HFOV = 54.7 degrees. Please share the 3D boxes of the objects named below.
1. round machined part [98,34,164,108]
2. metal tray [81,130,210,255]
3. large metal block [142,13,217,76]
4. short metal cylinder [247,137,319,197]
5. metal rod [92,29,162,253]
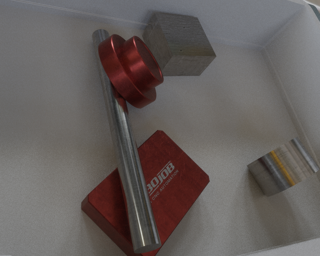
[{"bbox_3d":[-0.031,-0.077,0.395,0.098,0.042,0.098,53,19,-26],"label":"round machined part"},{"bbox_3d":[-0.011,0.072,0.354,0.090,0.030,0.131,45,51,2],"label":"metal tray"},{"bbox_3d":[0.029,-0.129,0.486,0.081,0.050,0.080,-7,65,-32],"label":"large metal block"},{"bbox_3d":[0.170,0.054,0.432,0.081,0.080,0.050,-19,72,-36],"label":"short metal cylinder"},{"bbox_3d":[-0.048,-0.012,0.359,0.025,0.025,0.299,3,51,-27],"label":"metal rod"}]
